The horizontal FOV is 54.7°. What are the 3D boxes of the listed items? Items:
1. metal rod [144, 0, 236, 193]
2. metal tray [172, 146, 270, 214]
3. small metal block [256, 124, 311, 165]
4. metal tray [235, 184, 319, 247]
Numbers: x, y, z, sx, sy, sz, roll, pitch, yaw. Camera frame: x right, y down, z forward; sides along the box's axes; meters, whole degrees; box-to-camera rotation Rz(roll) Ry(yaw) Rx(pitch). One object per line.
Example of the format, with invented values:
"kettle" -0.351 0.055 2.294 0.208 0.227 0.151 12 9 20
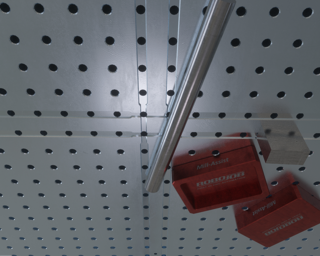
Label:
"metal rod" 0.025 -0.018 0.396 0.025 0.025 0.298 11 129 -10
"metal tray" 0.094 0.083 0.479 0.130 0.030 0.090 -17 128 14
"small metal block" 0.163 0.022 0.415 0.050 0.050 0.025 3 130 -3
"metal tray" 0.211 0.158 0.545 0.090 0.030 0.129 33 123 -25
